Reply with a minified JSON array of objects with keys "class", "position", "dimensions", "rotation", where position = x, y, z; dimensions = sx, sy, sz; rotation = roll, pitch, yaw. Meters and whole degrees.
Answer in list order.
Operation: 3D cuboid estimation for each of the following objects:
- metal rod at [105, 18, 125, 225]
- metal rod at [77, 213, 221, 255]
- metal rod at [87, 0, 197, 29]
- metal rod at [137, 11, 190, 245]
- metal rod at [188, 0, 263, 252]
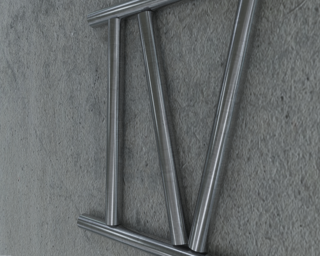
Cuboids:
[{"class":"metal rod","position":[-0.066,-0.009,0.458],"dimensions":[0.025,0.025,0.298],"rotation":[1,91,39]},{"class":"metal rod","position":[-0.009,0.155,0.410],"dimensions":[0.300,0.025,0.025],"rotation":[2,91,39]},{"class":"metal rod","position":[0.011,-0.167,0.396],"dimensions":[0.300,0.025,0.025],"rotation":[2,91,39]},{"class":"metal rod","position":[0.004,-0.006,0.400],"dimensions":[0.025,0.025,0.298],"rotation":[-15,81,39]},{"class":"metal rod","position":[0.072,-0.005,0.345],"dimensions":[0.025,0.025,0.298],"rotation":[17,101,38]}]
